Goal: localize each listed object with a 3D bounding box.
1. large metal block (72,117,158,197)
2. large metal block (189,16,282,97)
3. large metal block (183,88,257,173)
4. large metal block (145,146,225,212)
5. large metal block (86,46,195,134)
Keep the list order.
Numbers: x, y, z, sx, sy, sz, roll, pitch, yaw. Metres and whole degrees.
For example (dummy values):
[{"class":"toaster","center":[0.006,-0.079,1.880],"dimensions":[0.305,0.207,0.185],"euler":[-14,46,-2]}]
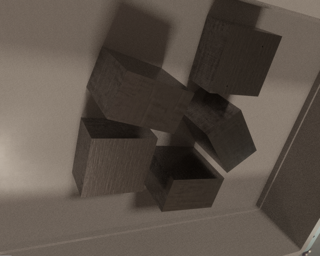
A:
[{"class":"large metal block","center":[-0.058,0.035,0.384],"dimensions":[0.081,0.050,0.079],"euler":[1,118,-29]},{"class":"large metal block","center":[0.093,-0.088,0.391],"dimensions":[0.081,0.050,0.079],"euler":[0,118,-29]},{"class":"large metal block","center":[0.075,0.000,0.416],"dimensions":[0.050,0.080,0.080],"euler":[-37,130,-4]},{"class":"large metal block","center":[0.027,0.067,0.431],"dimensions":[0.081,0.080,0.050],"euler":[4,117,-31]},{"class":"large metal block","center":[-0.024,-0.041,0.336],"dimensions":[0.081,0.080,0.050],"euler":[13,112,-34]}]
